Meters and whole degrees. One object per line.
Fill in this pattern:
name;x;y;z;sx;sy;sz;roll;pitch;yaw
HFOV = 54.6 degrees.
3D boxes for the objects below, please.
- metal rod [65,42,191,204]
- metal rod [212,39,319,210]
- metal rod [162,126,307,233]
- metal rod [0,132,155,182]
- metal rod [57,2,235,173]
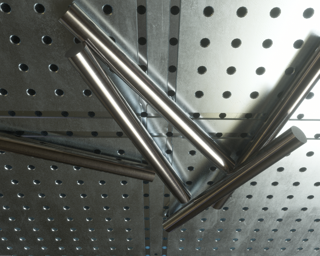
metal rod;-0.023;0.017;0.411;0.025;0.025;0.300;-20;132;16
metal rod;0.139;0.018;0.427;0.025;0.025;0.298;14;129;-12
metal rod;0.091;0.092;0.466;0.025;0.025;0.298;24;133;-19
metal rod;-0.153;0.034;0.439;0.302;0.025;0.025;14;129;-12
metal rod;0.003;-0.030;0.385;0.025;0.025;0.300;-33;123;25
